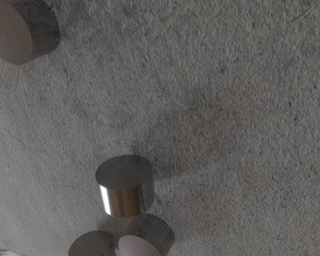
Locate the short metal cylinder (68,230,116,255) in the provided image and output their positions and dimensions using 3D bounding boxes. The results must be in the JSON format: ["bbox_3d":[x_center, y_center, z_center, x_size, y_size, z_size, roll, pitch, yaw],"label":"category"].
[{"bbox_3d":[-0.126,0.243,0.588,0.080,0.080,0.050,0,119,28],"label":"short metal cylinder"}]

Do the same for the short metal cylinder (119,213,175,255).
[{"bbox_3d":[-0.022,0.191,0.521,0.080,0.050,0.079,13,124,21],"label":"short metal cylinder"}]

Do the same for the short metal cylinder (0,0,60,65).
[{"bbox_3d":[-0.181,-0.129,0.406,0.080,0.050,0.079,13,124,21],"label":"short metal cylinder"}]

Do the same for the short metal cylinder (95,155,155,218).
[{"bbox_3d":[-0.049,0.082,0.448,0.080,0.080,0.050,10,123,23],"label":"short metal cylinder"}]
